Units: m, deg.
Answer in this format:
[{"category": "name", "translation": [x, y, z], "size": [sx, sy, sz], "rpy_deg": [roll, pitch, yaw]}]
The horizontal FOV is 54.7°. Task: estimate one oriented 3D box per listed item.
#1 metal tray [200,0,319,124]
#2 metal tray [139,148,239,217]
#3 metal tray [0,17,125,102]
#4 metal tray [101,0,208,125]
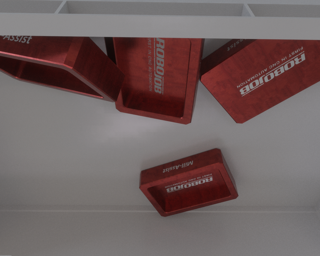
[{"category": "metal tray", "translation": [0.120, -0.069, 0.348], "size": [0.130, 0.030, 0.090], "rpy_deg": [-32, 124, 24]}, {"category": "metal tray", "translation": [0.045, 0.088, 0.480], "size": [0.130, 0.030, 0.090], "rpy_deg": [-19, 128, 15]}, {"category": "metal tray", "translation": [-0.109, -0.063, 0.289], "size": [0.130, 0.030, 0.090], "rpy_deg": [14, 171, 18]}, {"category": "metal tray", "translation": [-0.005, -0.061, 0.321], "size": [0.090, 0.030, 0.129], "rpy_deg": [11, 144, 8]}]
